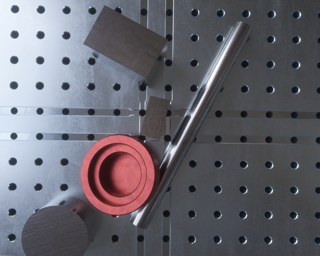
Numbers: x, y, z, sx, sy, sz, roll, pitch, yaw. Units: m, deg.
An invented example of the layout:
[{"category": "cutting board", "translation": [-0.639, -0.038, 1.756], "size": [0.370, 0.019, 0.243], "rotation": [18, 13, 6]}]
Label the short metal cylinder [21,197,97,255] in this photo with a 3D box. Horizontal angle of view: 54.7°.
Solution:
[{"category": "short metal cylinder", "translation": [-0.127, 0.134, 0.399], "size": [0.081, 0.050, 0.079], "rotation": [0, 90, -1]}]

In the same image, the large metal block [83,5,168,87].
[{"category": "large metal block", "translation": [-0.039, -0.097, 0.385], "size": [0.080, 0.080, 0.050], "rotation": [29, 90, -1]}]

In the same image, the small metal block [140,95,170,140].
[{"category": "small metal block", "translation": [-0.006, -0.013, 0.401], "size": [0.025, 0.050, 0.050], "rotation": [15, 90, 0]}]

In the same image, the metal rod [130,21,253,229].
[{"category": "metal rod", "translation": [0.042, -0.004, 0.413], "size": [0.025, 0.025, 0.299], "rotation": [28, 90, -1]}]

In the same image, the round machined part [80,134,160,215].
[{"category": "round machined part", "translation": [-0.047, 0.059, 0.395], "size": [0.098, 0.042, 0.097], "rotation": [-2, 82, 15]}]
